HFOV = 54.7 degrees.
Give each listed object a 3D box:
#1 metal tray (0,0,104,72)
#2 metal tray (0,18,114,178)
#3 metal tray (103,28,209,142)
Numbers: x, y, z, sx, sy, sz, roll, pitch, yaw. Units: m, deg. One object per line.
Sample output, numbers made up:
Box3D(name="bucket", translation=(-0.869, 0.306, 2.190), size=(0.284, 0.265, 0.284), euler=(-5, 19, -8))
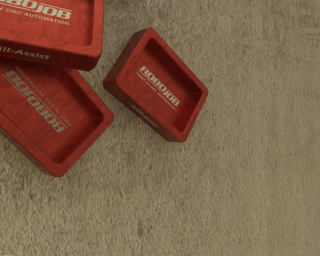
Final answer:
Box3D(name="metal tray", translation=(-0.116, -0.105, 0.266), size=(0.131, 0.030, 0.090), euler=(6, 72, -23))
Box3D(name="metal tray", translation=(-0.117, -0.026, 0.302), size=(0.090, 0.030, 0.130), euler=(-52, 120, -27))
Box3D(name="metal tray", translation=(0.001, -0.051, 0.401), size=(0.130, 0.030, 0.090), euler=(41, 65, -32))
